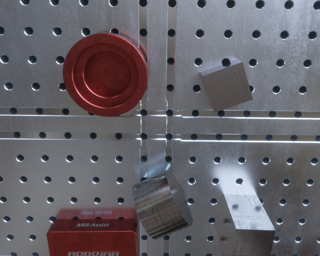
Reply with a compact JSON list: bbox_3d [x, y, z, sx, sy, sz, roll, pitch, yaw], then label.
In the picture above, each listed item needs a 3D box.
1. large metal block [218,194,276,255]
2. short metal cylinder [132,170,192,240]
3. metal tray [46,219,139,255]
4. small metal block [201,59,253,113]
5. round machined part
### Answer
[{"bbox_3d":[0.119,0.151,0.441,0.050,0.080,0.079,3,110,-1],"label":"large metal block"},{"bbox_3d":[0.004,0.104,0.422,0.050,0.080,0.080,-26,108,9],"label":"short metal cylinder"},{"bbox_3d":[-0.100,0.187,0.479,0.131,0.030,0.089,0,110,0],"label":"metal tray"},{"bbox_3d":[0.084,-0.054,0.394,0.050,0.025,0.050,-19,109,6],"label":"small metal block"},{"bbox_3d":[-0.063,-0.066,0.379,0.099,0.042,0.097,0,110,0],"label":"round machined part"}]
